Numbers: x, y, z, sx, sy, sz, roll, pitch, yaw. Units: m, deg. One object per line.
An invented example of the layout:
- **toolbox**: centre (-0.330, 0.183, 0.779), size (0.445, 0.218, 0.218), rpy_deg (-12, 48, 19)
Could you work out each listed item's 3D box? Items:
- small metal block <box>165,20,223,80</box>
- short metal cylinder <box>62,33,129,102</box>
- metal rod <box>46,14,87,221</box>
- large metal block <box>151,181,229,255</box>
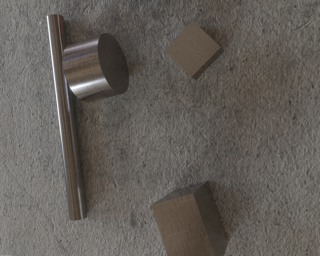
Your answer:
- **small metal block**: centre (0.044, -0.098, 0.393), size (0.050, 0.025, 0.050), rpy_deg (-45, 76, 14)
- **short metal cylinder**: centre (-0.082, -0.078, 0.407), size (0.050, 0.080, 0.080), rpy_deg (-11, 86, 19)
- **metal rod**: centre (-0.137, -0.017, 0.455), size (0.025, 0.025, 0.298), rpy_deg (-8, 87, 19)
- **large metal block**: centre (0.039, 0.114, 0.366), size (0.050, 0.080, 0.080), rpy_deg (-21, 83, 18)
